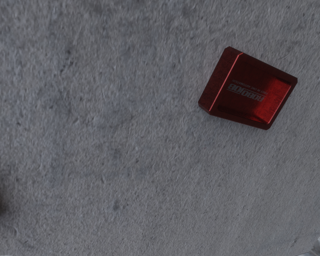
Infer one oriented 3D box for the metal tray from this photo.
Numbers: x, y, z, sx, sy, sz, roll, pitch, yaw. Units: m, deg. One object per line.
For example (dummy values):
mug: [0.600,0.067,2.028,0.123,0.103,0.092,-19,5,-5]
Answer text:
metal tray: [0.128,-0.052,0.443,0.131,0.030,0.089,12,112,-34]
